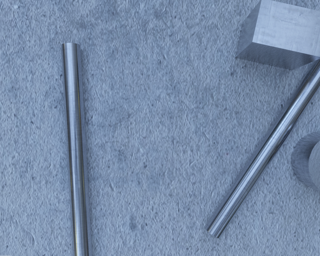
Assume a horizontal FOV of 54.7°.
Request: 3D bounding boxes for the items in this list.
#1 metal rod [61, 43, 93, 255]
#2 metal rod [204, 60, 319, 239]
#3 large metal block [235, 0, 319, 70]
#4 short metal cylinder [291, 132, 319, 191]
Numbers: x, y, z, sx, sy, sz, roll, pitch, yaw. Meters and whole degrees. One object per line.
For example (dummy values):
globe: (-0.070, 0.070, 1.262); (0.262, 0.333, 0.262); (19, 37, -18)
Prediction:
metal rod: (-0.109, 0.040, 0.409); (0.025, 0.025, 0.298); (-3, 90, 0)
metal rod: (0.152, 0.014, 0.411); (0.025, 0.025, 0.299); (34, 90, 0)
large metal block: (0.147, -0.111, 0.384); (0.080, 0.080, 0.050); (12, 90, 0)
short metal cylinder: (0.220, 0.045, 0.400); (0.081, 0.050, 0.080); (0, 90, 0)
